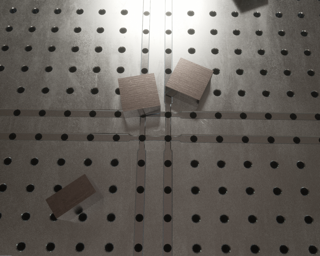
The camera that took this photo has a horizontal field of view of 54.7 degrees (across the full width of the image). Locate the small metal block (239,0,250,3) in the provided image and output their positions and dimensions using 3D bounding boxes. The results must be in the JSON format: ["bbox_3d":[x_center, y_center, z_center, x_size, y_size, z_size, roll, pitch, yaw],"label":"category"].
[{"bbox_3d":[0.145,-0.236,0.500,0.050,0.025,0.050,-22,72,-8],"label":"small metal block"}]

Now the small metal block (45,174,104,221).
[{"bbox_3d":[-0.099,0.084,0.367,0.050,0.050,0.025,-34,74,-12],"label":"small metal block"}]

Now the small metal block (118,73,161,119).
[{"bbox_3d":[-0.028,-0.044,0.428,0.050,0.025,0.050,-10,70,-4],"label":"small metal block"}]

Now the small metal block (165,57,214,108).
[{"bbox_3d":[0.041,-0.064,0.436,0.050,0.025,0.050,24,72,8],"label":"small metal block"}]
